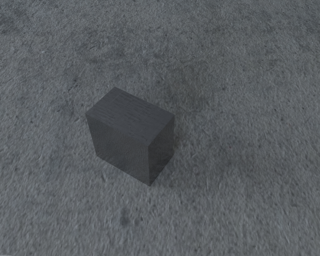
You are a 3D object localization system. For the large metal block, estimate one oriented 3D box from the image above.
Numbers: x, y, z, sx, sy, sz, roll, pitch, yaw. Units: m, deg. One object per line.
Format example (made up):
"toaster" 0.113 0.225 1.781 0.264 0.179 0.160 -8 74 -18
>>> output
"large metal block" -0.032 0.011 0.358 0.080 0.080 0.050 26 55 20
